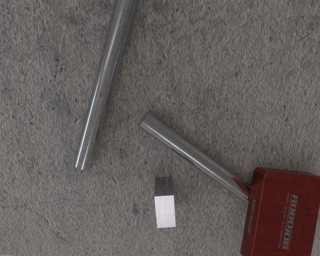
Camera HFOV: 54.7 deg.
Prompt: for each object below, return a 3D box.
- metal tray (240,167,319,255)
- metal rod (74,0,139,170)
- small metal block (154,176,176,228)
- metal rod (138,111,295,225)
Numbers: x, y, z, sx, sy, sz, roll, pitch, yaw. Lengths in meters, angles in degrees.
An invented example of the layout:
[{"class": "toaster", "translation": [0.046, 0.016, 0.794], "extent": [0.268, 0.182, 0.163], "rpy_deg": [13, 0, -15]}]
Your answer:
[{"class": "metal tray", "translation": [0.168, 0.124, 0.428], "extent": [0.091, 0.030, 0.129], "rpy_deg": [7, 94, -12]}, {"class": "metal rod", "translation": [-0.060, -0.082, 0.378], "extent": [0.025, 0.025, 0.298], "rpy_deg": [17, 109, -6]}, {"class": "small metal block", "translation": [0.007, 0.103, 0.434], "extent": [0.025, 0.050, 0.050], "rpy_deg": [-4, 110, 1]}, {"class": "metal rod", "translation": [0.097, 0.074, 0.437], "extent": [0.301, 0.025, 0.025], "rpy_deg": [36, 106, -13]}]
